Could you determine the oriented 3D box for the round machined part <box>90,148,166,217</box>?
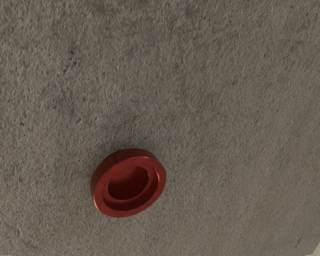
[{"bbox_3d":[-0.045,0.068,0.413,0.099,0.042,0.097,-14,124,-21],"label":"round machined part"}]
